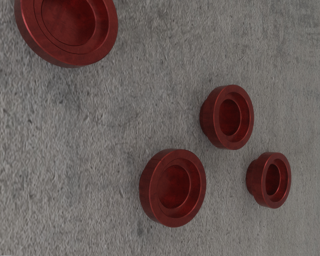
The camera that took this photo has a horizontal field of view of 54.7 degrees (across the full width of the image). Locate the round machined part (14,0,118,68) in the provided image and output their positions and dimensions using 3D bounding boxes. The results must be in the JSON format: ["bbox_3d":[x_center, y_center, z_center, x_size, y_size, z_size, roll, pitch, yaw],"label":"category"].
[{"bbox_3d":[-0.095,-0.109,0.313,0.099,0.042,0.097,0,90,-40],"label":"round machined part"}]

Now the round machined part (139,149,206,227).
[{"bbox_3d":[0.012,0.075,0.404,0.099,0.042,0.097,0,90,-40],"label":"round machined part"}]

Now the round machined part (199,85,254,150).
[{"bbox_3d":[0.099,-0.016,0.476,0.099,0.042,0.097,0,90,-40],"label":"round machined part"}]

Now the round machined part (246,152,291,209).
[{"bbox_3d":[0.191,0.091,0.553,0.099,0.042,0.097,0,90,-40],"label":"round machined part"}]
